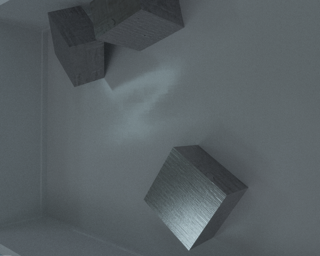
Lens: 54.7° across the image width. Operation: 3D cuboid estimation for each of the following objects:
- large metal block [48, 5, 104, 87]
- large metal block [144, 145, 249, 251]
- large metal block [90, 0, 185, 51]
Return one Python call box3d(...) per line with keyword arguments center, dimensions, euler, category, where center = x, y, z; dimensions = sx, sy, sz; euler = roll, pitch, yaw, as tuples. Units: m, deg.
box3d(center=(-0.126, -0.124, 0.472), dimensions=(0.080, 0.050, 0.080), euler=(55, 154, 25), category="large metal block")
box3d(center=(0.039, 0.076, 0.358), dimensions=(0.080, 0.050, 0.080), euler=(42, 115, 32), category="large metal block")
box3d(center=(-0.029, -0.144, 0.395), dimensions=(0.080, 0.081, 0.050), euler=(-17, 79, 39), category="large metal block")
